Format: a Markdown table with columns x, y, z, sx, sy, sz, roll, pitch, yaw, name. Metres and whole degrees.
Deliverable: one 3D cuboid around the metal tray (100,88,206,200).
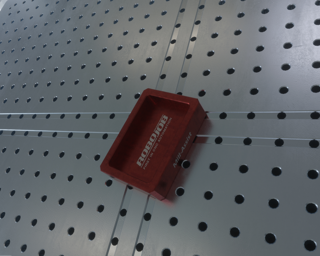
| x | y | z | sx | sy | sz | roll | pitch | yaw | name |
| --- | --- | --- | --- | --- | --- | --- | --- | --- | --- |
| -0.008 | 0.016 | 0.400 | 0.090 | 0.030 | 0.130 | 17 | 70 | 34 | metal tray |
